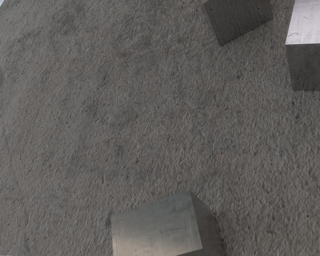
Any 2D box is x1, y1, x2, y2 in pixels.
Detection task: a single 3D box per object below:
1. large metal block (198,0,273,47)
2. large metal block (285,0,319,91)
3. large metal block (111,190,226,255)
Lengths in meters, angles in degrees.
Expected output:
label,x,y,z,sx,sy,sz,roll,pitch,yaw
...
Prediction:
label,x,y,z,sx,sy,sz,roll,pitch,yaw
large metal block,0.099,-0.172,0.422,0.080,0.080,0.050,-26,53,12
large metal block,0.174,-0.095,0.336,0.050,0.080,0.080,6,65,31
large metal block,0.010,0.107,0.298,0.080,0.080,0.050,-22,54,15
